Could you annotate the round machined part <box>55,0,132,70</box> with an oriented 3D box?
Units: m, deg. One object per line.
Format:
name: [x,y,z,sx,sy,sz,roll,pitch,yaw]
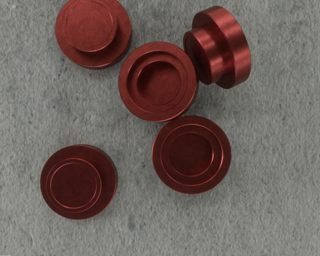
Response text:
round machined part: [-0.087,-0.128,0.400,0.099,0.042,0.097,0,90,-1]

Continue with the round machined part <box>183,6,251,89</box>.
round machined part: [0.062,-0.091,0.372,0.042,0.098,0.098,-26,90,-9]

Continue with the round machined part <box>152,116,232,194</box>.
round machined part: [0.039,0.033,0.402,0.099,0.042,0.097,0,90,-1]

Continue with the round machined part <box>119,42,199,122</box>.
round machined part: [0.001,-0.056,0.393,0.098,0.042,0.097,0,89,15]

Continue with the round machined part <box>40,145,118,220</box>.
round machined part: [-0.106,0.071,0.400,0.099,0.042,0.097,0,90,-1]
